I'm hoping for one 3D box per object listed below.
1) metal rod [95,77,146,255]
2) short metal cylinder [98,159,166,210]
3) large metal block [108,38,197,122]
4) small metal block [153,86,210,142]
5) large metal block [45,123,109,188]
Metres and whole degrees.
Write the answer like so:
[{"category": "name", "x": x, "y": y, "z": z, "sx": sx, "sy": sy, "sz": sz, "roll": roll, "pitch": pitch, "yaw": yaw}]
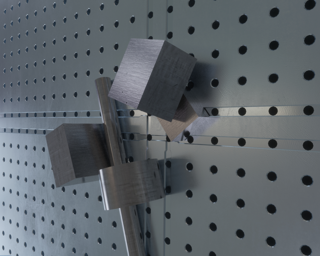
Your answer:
[{"category": "metal rod", "x": -0.057, "y": 0.069, "z": 0.456, "sx": 0.025, "sy": 0.025, "sz": 0.299, "roll": -21, "pitch": 77, "yaw": 38}, {"category": "short metal cylinder", "x": -0.037, "y": 0.073, "z": 0.404, "sx": 0.080, "sy": 0.081, "sz": 0.050, "roll": -20, "pitch": 78, "yaw": 38}, {"category": "large metal block", "x": -0.012, "y": -0.061, "z": 0.379, "sx": 0.080, "sy": 0.050, "sz": 0.080, "roll": 26, "pitch": 95, "yaw": 54}, {"category": "small metal block", "x": 0.026, "y": -0.018, "z": 0.388, "sx": 0.050, "sy": 0.025, "sz": 0.050, "roll": -44, "pitch": 64, "yaw": 31}, {"category": "large metal block", "x": -0.116, "y": 0.039, "z": 0.469, "sx": 0.050, "sy": 0.081, "sz": 0.080, "roll": -27, "pitch": 73, "yaw": 37}]
